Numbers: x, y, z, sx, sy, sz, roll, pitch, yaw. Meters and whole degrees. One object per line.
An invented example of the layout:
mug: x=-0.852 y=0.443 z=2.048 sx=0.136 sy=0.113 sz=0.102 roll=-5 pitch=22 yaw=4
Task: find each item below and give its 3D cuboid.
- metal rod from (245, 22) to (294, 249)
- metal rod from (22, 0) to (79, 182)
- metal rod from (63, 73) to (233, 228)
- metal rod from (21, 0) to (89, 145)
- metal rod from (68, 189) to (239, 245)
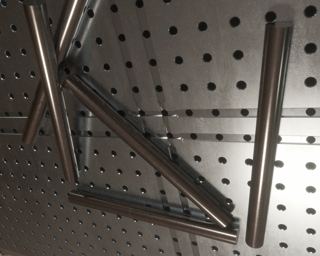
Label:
metal rod: x=0.123 y=0.032 z=0.365 sx=0.025 sy=0.025 sz=0.298 roll=9 pitch=123 yaw=23
metal rod: x=-0.148 y=-0.029 z=0.446 sx=0.025 sy=0.025 sz=0.298 roll=18 pitch=133 yaw=17
metal rod: x=-0.017 y=0.033 z=0.438 sx=0.300 sy=0.025 sz=0.025 roll=42 pitch=129 yaw=-1
metal rod: x=-0.158 y=-0.073 z=0.446 sx=0.025 sy=0.025 sz=0.298 roll=39 pitch=129 yaw=2
metal rod: x=-0.024 y=0.141 z=0.509 sx=0.301 sy=0.025 sz=0.025 roll=7 pitch=121 yaw=24
